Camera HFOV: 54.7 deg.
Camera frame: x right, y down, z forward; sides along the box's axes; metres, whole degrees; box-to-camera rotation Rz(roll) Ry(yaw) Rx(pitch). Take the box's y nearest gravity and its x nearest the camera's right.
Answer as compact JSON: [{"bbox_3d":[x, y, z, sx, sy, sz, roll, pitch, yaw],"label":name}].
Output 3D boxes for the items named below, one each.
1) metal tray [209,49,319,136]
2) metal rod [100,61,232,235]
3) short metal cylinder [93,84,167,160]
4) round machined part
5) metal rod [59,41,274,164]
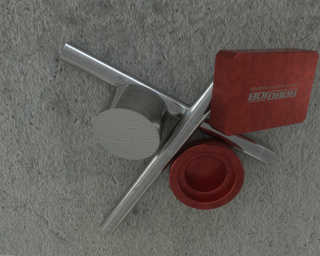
[{"bbox_3d":[0.123,-0.045,0.363,0.131,0.030,0.089,-8,113,-27],"label":"metal tray"},{"bbox_3d":[0.003,0.039,0.407,0.025,0.025,0.298,32,113,-11],"label":"metal rod"},{"bbox_3d":[-0.035,-0.007,0.381,0.080,0.050,0.079,7,131,9],"label":"short metal cylinder"},{"bbox_3d":[0.061,0.059,0.424,0.099,0.042,0.097,0,110,0],"label":"round machined part"},{"bbox_3d":[0.017,-0.028,0.402,0.301,0.025,0.025,27,108,-10],"label":"metal rod"}]
